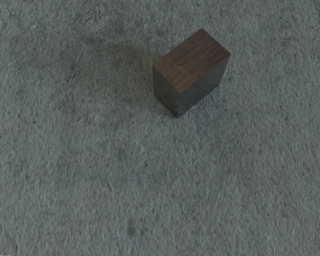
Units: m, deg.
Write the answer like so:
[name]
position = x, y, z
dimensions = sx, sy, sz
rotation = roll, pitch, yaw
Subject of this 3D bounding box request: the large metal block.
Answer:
[large metal block]
position = 0.038, -0.068, 0.404
dimensions = 0.080, 0.080, 0.050
rotation = -39, 75, -13
